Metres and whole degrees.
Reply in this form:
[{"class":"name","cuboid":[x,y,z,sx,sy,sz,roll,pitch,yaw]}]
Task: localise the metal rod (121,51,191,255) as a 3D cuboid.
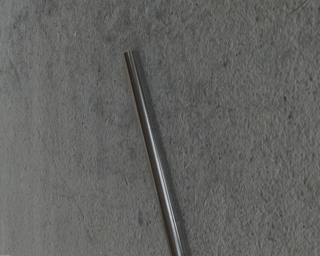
[{"class":"metal rod","cuboid":[-0.006,0.038,0.410,0.025,0.025,0.299,-24,75,37]}]
